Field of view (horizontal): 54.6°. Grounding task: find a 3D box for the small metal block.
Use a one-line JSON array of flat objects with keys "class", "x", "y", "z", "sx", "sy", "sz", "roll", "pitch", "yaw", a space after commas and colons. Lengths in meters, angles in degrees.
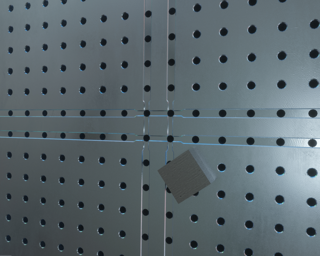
[{"class": "small metal block", "x": 0.034, "y": 0.061, "z": 0.401, "sx": 0.050, "sy": 0.025, "sz": 0.050, "roll": -36, "pitch": 79, "yaw": 16}]
